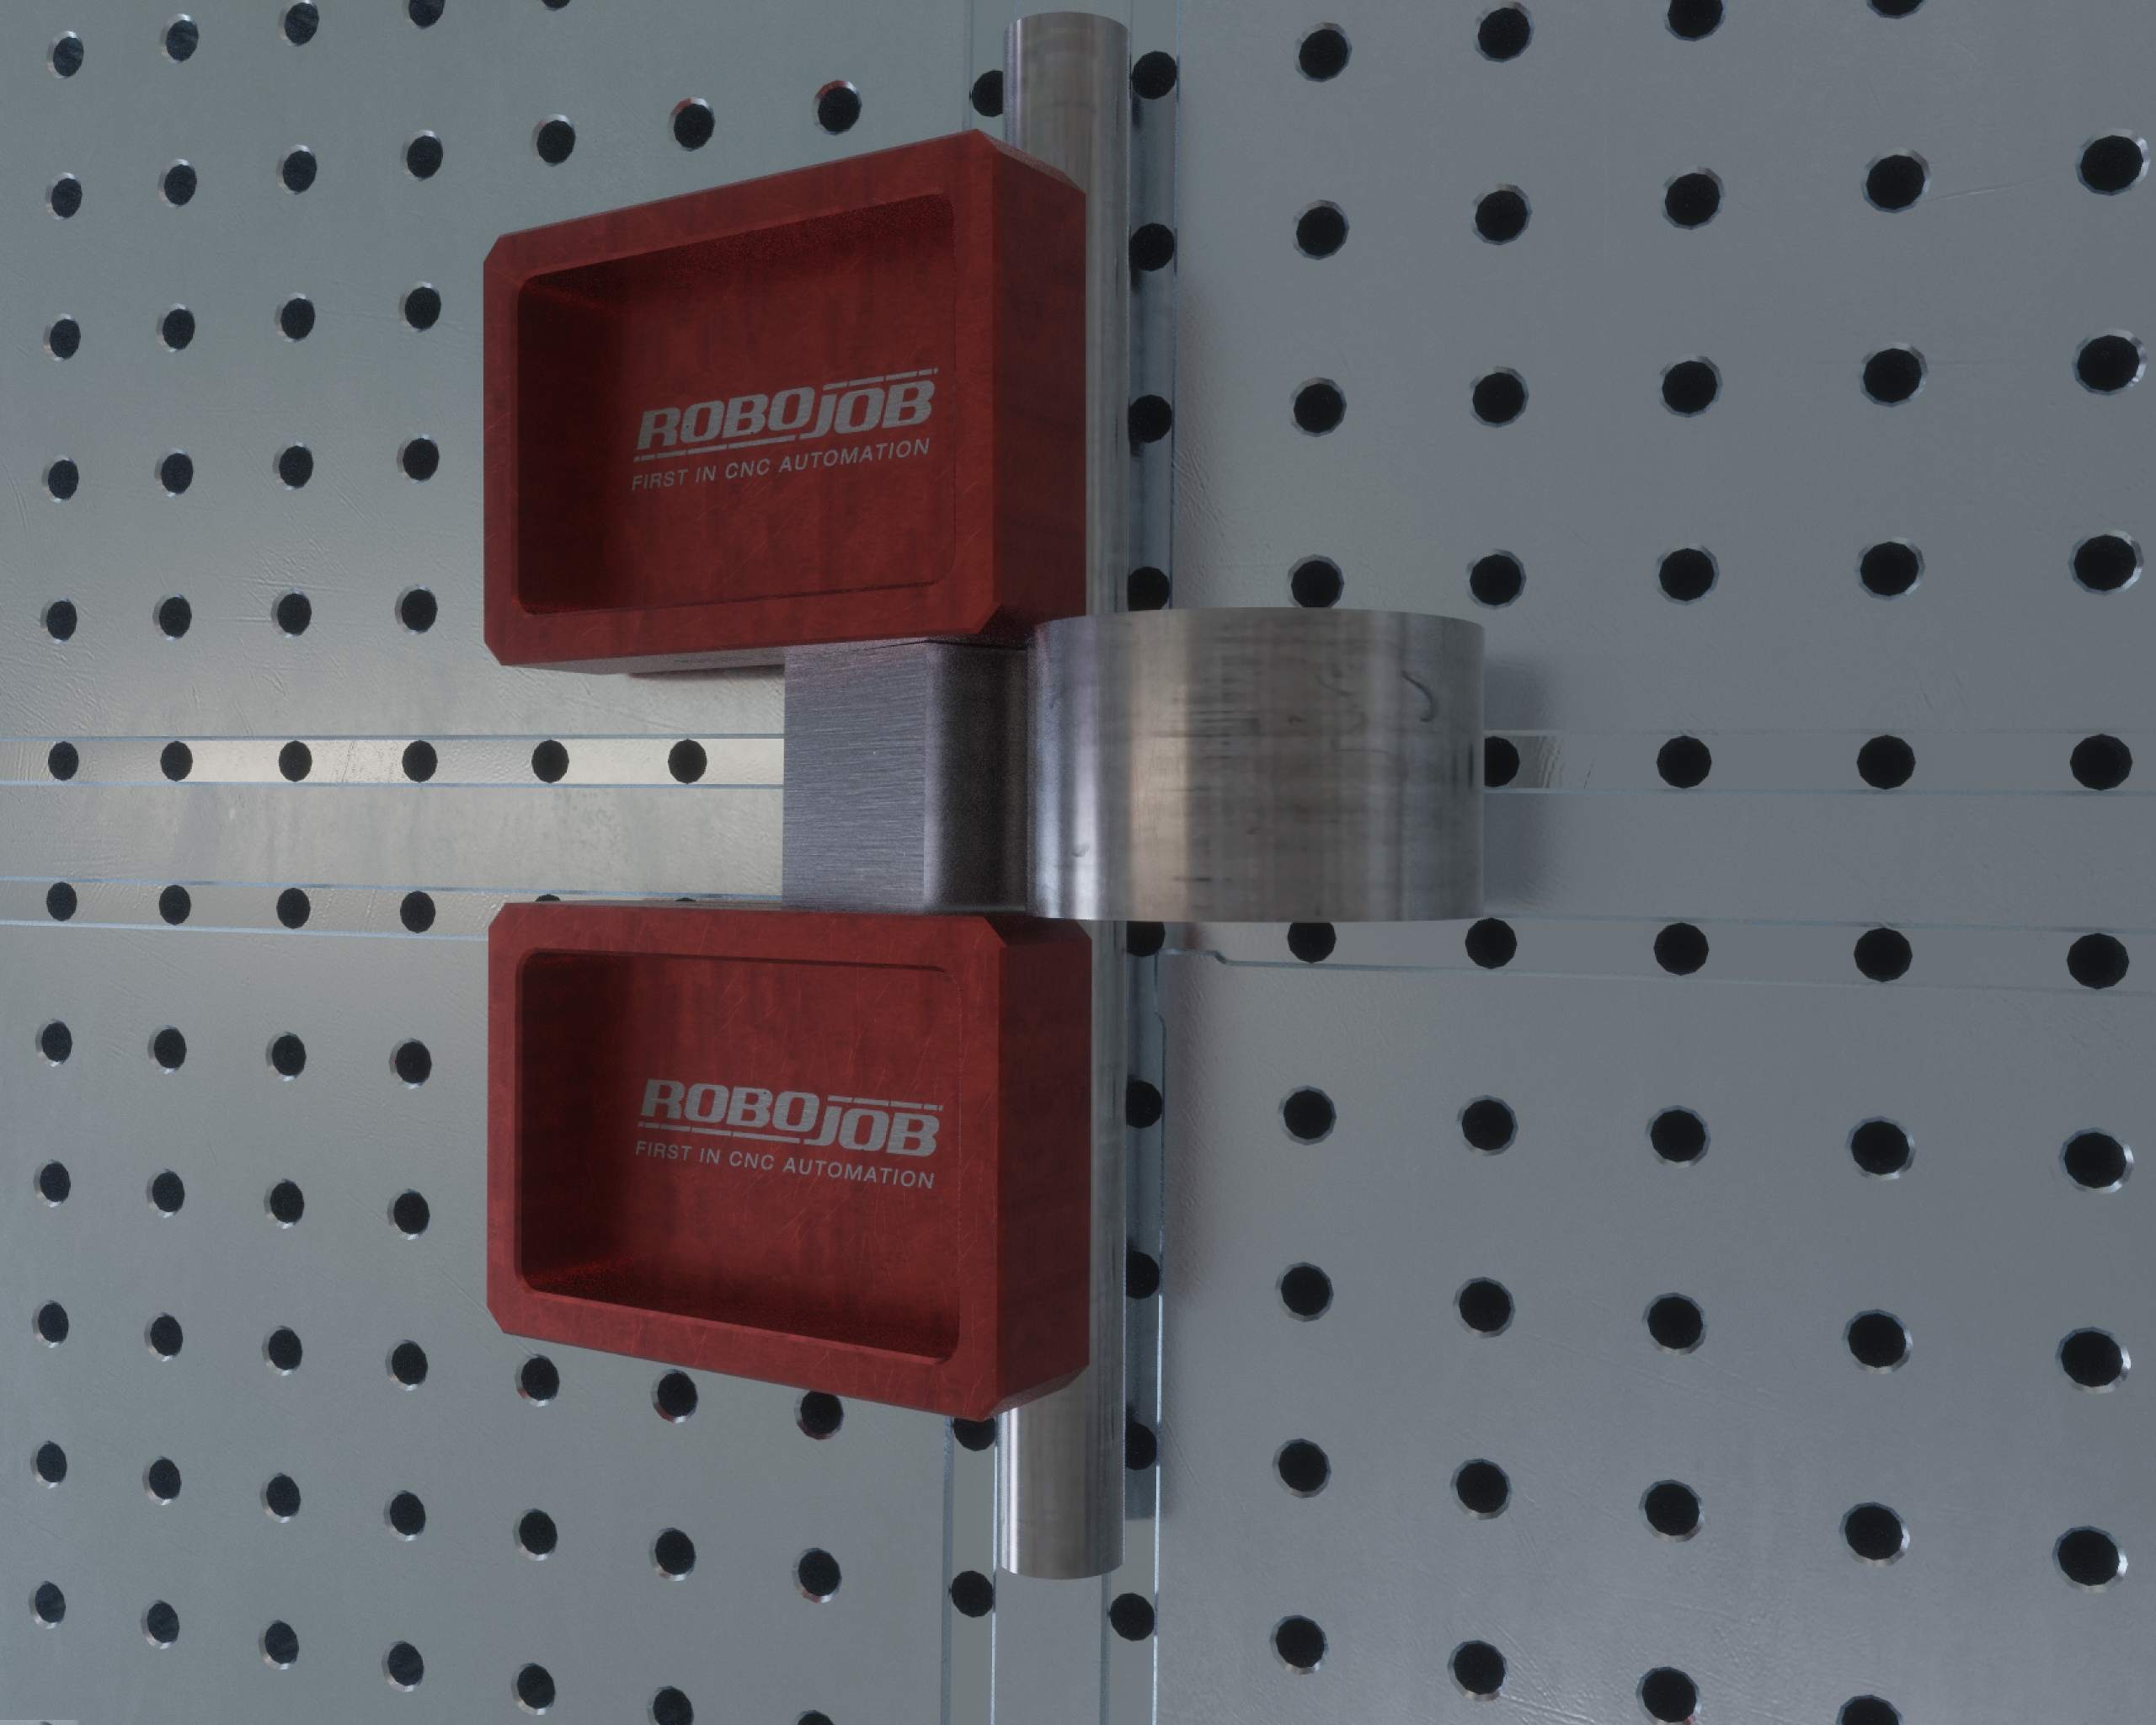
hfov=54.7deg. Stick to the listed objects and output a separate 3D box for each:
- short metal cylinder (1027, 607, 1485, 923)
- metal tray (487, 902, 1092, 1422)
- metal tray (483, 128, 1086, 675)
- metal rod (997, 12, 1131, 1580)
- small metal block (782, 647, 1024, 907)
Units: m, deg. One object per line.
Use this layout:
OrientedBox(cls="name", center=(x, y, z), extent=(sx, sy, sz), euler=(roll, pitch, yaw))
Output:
OrientedBox(cls="short metal cylinder", center=(0.031, -0.016, 0.369), extent=(0.080, 0.080, 0.050), euler=(0, 90, 20))
OrientedBox(cls="metal tray", center=(-0.060, 0.054, 0.412), extent=(0.130, 0.030, 0.089), euler=(1, 90, 32))
OrientedBox(cls="metal tray", center=(-0.061, -0.085, 0.413), extent=(0.130, 0.030, 0.089), euler=(0, 90, 32))
OrientedBox(cls="metal rod", center=(-0.003, -0.013, 0.409), extent=(0.025, 0.025, 0.298), euler=(0, 90, 20))
OrientedBox(cls="small metal block", center=(-0.034, -0.016, 0.409), extent=(0.050, 0.025, 0.050), euler=(1, 91, 51))
